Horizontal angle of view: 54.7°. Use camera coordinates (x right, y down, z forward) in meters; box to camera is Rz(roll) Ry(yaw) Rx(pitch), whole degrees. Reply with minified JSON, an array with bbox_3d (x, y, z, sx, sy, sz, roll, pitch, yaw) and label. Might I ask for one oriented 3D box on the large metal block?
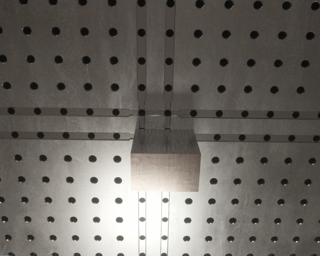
[{"bbox_3d":[0.006,0.039,0.399,0.081,0.080,0.050,1,110,-1],"label":"large metal block"}]
